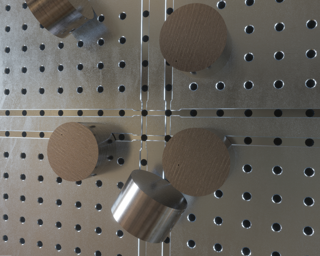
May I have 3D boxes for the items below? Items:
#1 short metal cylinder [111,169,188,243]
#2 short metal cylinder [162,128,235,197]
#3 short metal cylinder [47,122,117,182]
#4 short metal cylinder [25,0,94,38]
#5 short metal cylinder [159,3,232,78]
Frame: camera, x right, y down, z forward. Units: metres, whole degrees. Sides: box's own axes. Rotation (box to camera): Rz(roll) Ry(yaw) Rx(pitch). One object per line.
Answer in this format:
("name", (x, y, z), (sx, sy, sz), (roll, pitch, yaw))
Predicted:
("short metal cylinder", (-0.013, 0.096, 0.387), (0.080, 0.080, 0.050), (34, 101, 16))
("short metal cylinder", (0.049, 0.039, 0.382), (0.080, 0.050, 0.079), (0, 90, 19))
("short metal cylinder", (-0.109, 0.032, 0.436), (0.080, 0.050, 0.079), (0, 90, 19))
("short metal cylinder", (-0.138, -0.174, 0.431), (0.050, 0.080, 0.080), (-29, 81, 17))
("short metal cylinder", (0.046, -0.105, 0.383), (0.080, 0.050, 0.079), (0, 90, 19))
